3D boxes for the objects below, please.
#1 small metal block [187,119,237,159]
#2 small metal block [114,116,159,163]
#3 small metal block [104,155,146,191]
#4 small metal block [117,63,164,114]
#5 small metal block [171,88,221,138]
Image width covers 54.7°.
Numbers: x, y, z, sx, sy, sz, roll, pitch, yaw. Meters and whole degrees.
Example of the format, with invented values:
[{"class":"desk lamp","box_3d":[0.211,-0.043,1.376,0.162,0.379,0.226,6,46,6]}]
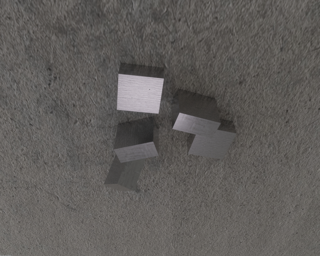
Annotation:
[{"class":"small metal block","box_3d":[0.068,0.013,0.419,0.050,0.025,0.050,10,130,-9]},{"class":"small metal block","box_3d":[-0.029,0.014,0.403,0.050,0.050,0.025,-12,129,9]},{"class":"small metal block","box_3d":[-0.049,0.059,0.428,0.025,0.050,0.050,29,157,-23]},{"class":"small metal block","box_3d":[-0.024,-0.046,0.367,0.050,0.025,0.050,5,130,-5]},{"class":"small metal block","box_3d":[0.042,-0.018,0.375,0.050,0.050,0.025,14,129,-11]}]
